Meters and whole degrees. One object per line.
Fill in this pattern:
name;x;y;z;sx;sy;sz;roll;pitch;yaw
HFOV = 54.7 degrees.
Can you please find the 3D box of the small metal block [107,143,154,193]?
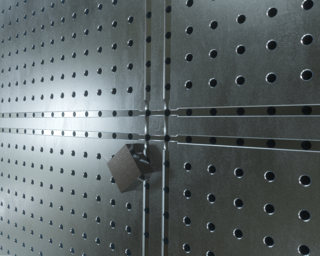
small metal block;-0.043;0.057;0.443;0.050;0.025;0.050;-45;64;30
